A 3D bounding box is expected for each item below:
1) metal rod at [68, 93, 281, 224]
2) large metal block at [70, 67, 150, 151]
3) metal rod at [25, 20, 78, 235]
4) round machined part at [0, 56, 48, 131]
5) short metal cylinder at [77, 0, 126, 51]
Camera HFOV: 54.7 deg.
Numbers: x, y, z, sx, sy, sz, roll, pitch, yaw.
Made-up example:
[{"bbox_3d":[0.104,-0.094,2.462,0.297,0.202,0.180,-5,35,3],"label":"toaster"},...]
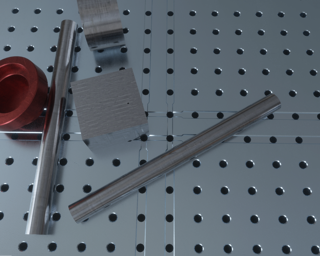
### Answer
[{"bbox_3d":[0.027,0.034,0.399,0.302,0.025,0.025,-28,73,-10],"label":"metal rod"},{"bbox_3d":[-0.064,-0.024,0.406,0.081,0.050,0.080,-15,71,-6],"label":"large metal block"},{"bbox_3d":[-0.141,-0.015,0.416,0.025,0.025,0.299,2,70,0],"label":"metal rod"},{"bbox_3d":[-0.190,-0.041,0.408,0.098,0.042,0.098,-5,69,15],"label":"round machined part"},{"bbox_3d":[-0.082,-0.153,0.438,0.050,0.080,0.080,-12,71,-4],"label":"short metal cylinder"}]
